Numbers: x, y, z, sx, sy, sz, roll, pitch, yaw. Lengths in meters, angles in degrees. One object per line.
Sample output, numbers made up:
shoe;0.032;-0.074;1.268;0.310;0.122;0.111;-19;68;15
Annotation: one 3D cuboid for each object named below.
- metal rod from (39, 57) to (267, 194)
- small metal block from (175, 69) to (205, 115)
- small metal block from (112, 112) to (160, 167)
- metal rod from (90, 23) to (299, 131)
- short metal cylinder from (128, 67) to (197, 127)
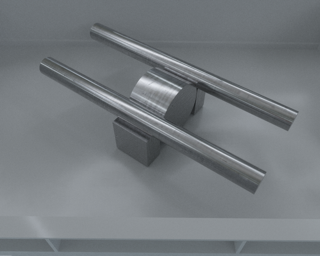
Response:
metal rod;-0.026;-0.015;0.352;0.300;0.025;0.025;29;56;22
small metal block;0.035;-0.053;0.431;0.050;0.050;0.025;30;56;22
small metal block;-0.028;0.013;0.376;0.050;0.050;0.025;30;56;22
metal rod;0.028;-0.075;0.402;0.300;0.025;0.025;29;56;22
short metal cylinder;0.004;-0.030;0.393;0.050;0.080;0.080;30;56;22
